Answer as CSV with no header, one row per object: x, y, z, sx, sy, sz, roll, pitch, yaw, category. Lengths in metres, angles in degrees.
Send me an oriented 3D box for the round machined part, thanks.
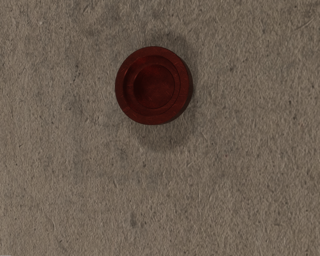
-0.005,-0.052,0.401,0.098,0.042,0.097,0,90,19,round machined part
